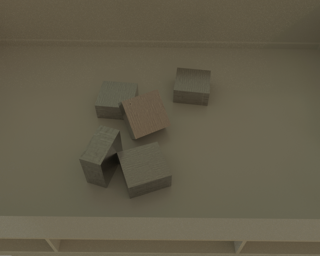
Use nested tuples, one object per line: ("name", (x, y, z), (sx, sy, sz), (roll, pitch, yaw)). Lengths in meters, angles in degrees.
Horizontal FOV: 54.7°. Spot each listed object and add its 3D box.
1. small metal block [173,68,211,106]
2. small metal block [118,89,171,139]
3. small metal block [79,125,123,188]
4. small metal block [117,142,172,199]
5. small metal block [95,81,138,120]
("small metal block", (0.047, -0.061, 0.457), (0.050, 0.025, 0.050), (6, 50, 5))
("small metal block", (-0.020, -0.018, 0.402), (0.050, 0.025, 0.050), (-22, 95, -18))
("small metal block", (-0.066, 0.033, 0.360), (0.025, 0.050, 0.050), (15, 52, 11))
("small metal block", (-0.019, 0.049, 0.364), (0.050, 0.025, 0.050), (-15, 52, -13))
("small metal block", (-0.059, -0.039, 0.437), (0.050, 0.025, 0.050), (5, 50, 3))
